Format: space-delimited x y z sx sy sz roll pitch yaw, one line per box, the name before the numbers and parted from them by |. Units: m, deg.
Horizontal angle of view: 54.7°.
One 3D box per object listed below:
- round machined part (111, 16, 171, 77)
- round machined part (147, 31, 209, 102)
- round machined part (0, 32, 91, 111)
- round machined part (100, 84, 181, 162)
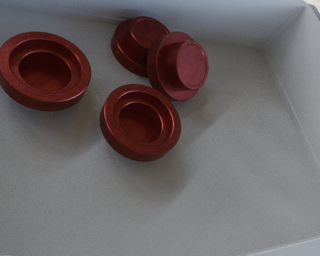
round machined part | -0.020 -0.127 0.463 0.099 0.042 0.098 14 56 -21
round machined part | 0.031 -0.086 0.436 0.099 0.042 0.097 -4 95 -44
round machined part | -0.134 -0.061 0.360 0.099 0.042 0.098 14 56 -21
round machined part | -0.027 -0.003 0.383 0.099 0.042 0.098 14 56 -21
